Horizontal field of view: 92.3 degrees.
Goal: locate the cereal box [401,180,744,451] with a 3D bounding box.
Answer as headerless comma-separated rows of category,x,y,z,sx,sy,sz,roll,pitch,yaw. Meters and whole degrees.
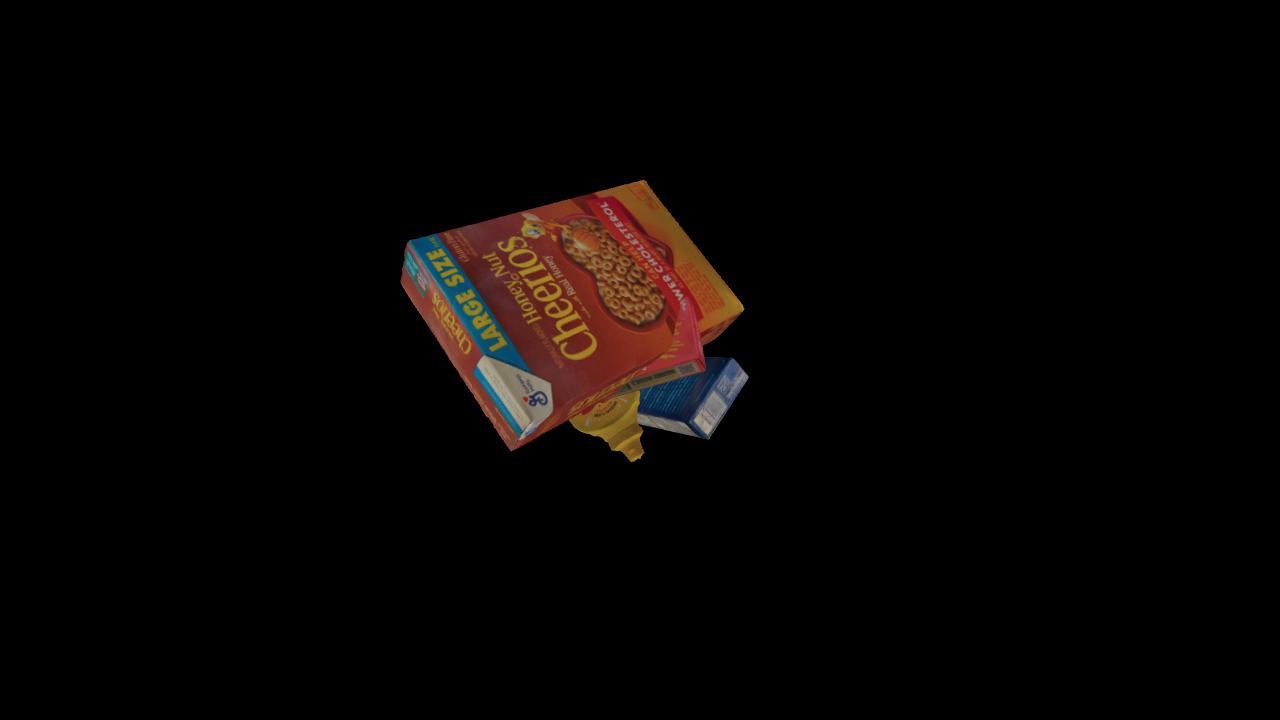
cereal box,-0.057,-0.065,0.640,0.306,0.203,0.081,-27,-14,-39

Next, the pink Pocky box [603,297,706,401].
pink Pocky box,-0.011,-0.007,0.648,0.155,0.084,0.029,-17,-38,14

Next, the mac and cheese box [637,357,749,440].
mac and cheese box,0.038,0.039,0.750,0.041,0.093,0.184,44,-21,-27

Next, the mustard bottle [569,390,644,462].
mustard bottle,-0.050,0.037,0.718,0.092,0.184,0.054,-31,-10,-5
